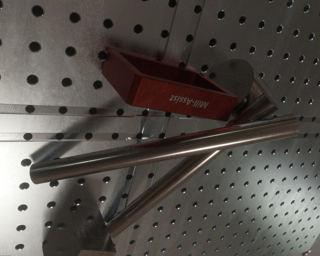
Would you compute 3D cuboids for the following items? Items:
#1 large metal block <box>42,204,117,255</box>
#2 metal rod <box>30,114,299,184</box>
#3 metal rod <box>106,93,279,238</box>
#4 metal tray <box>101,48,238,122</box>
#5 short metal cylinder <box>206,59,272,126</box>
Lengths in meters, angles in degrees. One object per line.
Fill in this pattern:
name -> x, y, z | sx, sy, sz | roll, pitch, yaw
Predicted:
large metal block -> -0.112, 0.164, 0.417 | 0.050, 0.080, 0.080 | 23, 106, -37
metal rod -> -0.001, 0.025, 0.352 | 0.301, 0.025, 0.025 | -11, 127, 6
metal rod -> 0.026, 0.062, 0.409 | 0.025, 0.025, 0.299 | 27, 121, -38
metal tray -> 0.011, -0.048, 0.346 | 0.131, 0.090, 0.030 | 8, 115, -32
short metal cylinder -> 0.097, -0.042, 0.404 | 0.050, 0.080, 0.080 | 34, 99, -39
